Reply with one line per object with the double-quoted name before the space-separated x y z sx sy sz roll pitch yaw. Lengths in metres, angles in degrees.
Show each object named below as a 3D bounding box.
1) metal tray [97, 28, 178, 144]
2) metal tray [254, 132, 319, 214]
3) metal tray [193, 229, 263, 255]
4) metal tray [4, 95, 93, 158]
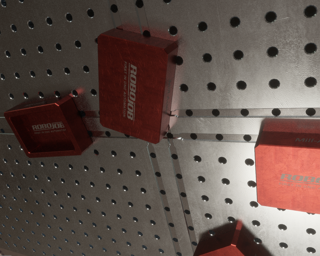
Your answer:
"metal tray" -0.031 -0.050 0.392 0.090 0.030 0.129 18 125 17
"metal tray" 0.177 0.053 0.347 0.130 0.030 0.089 3 120 26
"metal tray" 0.126 0.224 0.479 0.130 0.030 0.090 47 129 -6
"metal tray" -0.182 0.001 0.501 0.130 0.030 0.090 -6 116 30
